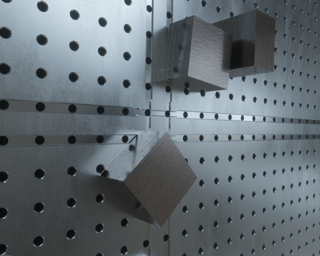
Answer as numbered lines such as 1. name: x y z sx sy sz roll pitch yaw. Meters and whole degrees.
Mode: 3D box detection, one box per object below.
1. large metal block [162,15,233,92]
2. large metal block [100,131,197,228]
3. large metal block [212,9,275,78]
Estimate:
1. large metal block: 0.054 -0.100 0.436 0.081 0.050 0.080 10 84 -39
2. large metal block: -0.011 0.060 0.383 0.080 0.050 0.080 -48 119 -29
3. large metal block: 0.126 -0.125 0.477 0.050 0.080 0.080 4 88 -40
